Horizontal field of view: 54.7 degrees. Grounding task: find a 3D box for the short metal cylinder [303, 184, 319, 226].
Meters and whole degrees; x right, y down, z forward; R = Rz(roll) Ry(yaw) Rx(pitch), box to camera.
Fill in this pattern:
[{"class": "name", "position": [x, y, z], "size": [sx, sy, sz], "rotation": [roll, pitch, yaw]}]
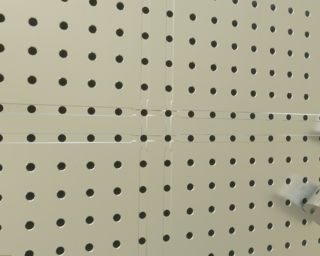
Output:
[{"class": "short metal cylinder", "position": [0.277, 0.128, 0.486], "size": [0.050, 0.080, 0.080], "rotation": [-46, 105, -14]}]
